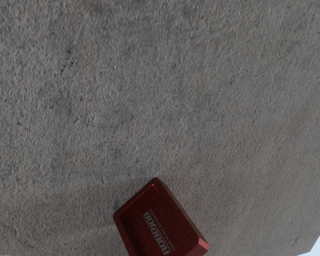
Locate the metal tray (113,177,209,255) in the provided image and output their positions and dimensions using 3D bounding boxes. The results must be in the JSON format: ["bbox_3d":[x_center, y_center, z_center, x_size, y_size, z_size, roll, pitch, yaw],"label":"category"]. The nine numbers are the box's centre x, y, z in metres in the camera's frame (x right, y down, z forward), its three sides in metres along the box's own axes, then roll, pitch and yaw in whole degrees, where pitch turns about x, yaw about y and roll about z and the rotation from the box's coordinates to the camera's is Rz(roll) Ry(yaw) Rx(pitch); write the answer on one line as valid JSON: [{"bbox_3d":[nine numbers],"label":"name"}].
[{"bbox_3d":[-0.005,0.140,0.425,0.090,0.130,0.030,-42,130,0],"label":"metal tray"}]

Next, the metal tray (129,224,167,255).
[{"bbox_3d":[-0.017,0.233,0.500,0.030,0.090,0.129,-15,125,-26],"label":"metal tray"}]
